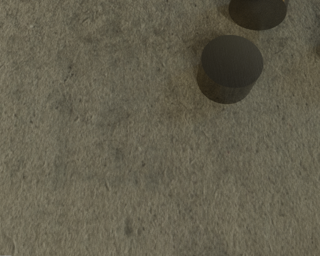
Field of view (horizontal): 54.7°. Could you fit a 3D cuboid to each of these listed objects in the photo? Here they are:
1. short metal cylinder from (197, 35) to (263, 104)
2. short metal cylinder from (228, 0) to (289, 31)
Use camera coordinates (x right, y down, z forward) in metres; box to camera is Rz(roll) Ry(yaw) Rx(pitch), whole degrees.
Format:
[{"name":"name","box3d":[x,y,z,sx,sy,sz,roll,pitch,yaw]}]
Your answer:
[{"name":"short metal cylinder","box3d":[0.094,-0.079,0.425,0.081,0.050,0.080,0,70,0]},{"name":"short metal cylinder","box3d":[0.145,-0.188,0.450,0.080,0.080,0.050,16,71,5]}]
